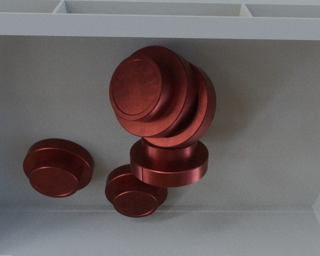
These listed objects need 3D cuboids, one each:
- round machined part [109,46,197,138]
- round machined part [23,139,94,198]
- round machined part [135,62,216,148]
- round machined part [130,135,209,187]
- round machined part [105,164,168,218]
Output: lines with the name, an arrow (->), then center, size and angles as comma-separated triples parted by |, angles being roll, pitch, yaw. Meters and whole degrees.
round machined part -> -0.014, -0.039, 0.325 | 0.098, 0.098, 0.042 | -36, 157, 26
round machined part -> -0.149, 0.065, 0.451 | 0.099, 0.042, 0.097 | -1, 130, 0
round machined part -> 0.019, -0.026, 0.352 | 0.098, 0.098, 0.042 | -36, 157, 26
round machined part -> 0.011, 0.028, 0.387 | 0.099, 0.098, 0.042 | 0, 116, -1
round machined part -> -0.037, 0.104, 0.486 | 0.099, 0.042, 0.097 | -1, 130, 0
